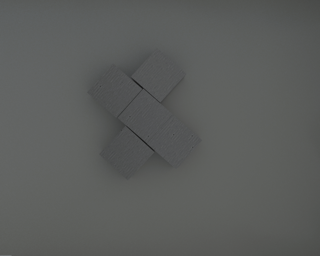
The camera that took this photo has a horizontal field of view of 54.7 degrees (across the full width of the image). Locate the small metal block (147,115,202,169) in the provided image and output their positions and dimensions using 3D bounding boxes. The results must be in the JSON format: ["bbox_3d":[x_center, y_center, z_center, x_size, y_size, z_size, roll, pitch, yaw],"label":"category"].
[{"bbox_3d":[0.019,0.018,0.409,0.050,0.025,0.050,41,90,0],"label":"small metal block"}]

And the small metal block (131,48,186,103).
[{"bbox_3d":[-0.002,-0.067,0.409,0.050,0.025,0.050,42,89,0],"label":"small metal block"}]

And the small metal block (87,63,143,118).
[{"bbox_3d":[-0.058,-0.048,0.409,0.050,0.025,0.050,41,90,0],"label":"small metal block"}]

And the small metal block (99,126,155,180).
[{"bbox_3d":[-0.042,0.032,0.409,0.050,0.025,0.050,43,91,0],"label":"small metal block"}]

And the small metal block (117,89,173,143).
[{"bbox_3d":[-0.019,-0.015,0.408,0.050,0.025,0.050,41,90,0],"label":"small metal block"}]
